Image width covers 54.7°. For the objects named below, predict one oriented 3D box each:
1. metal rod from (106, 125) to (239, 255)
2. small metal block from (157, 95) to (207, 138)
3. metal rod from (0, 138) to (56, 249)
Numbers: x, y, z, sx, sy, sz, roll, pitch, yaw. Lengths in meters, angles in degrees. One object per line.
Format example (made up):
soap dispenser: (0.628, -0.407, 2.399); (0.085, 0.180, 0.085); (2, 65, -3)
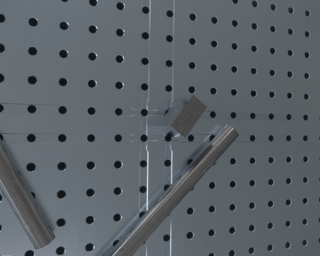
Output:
metal rod: (0.002, 0.108, 0.413); (0.301, 0.025, 0.025); (-45, 104, -14)
small metal block: (0.028, -0.015, 0.409); (0.025, 0.050, 0.050); (40, 77, -16)
metal rod: (-0.197, 0.000, 0.339); (0.025, 0.025, 0.299); (-28, 99, -18)
